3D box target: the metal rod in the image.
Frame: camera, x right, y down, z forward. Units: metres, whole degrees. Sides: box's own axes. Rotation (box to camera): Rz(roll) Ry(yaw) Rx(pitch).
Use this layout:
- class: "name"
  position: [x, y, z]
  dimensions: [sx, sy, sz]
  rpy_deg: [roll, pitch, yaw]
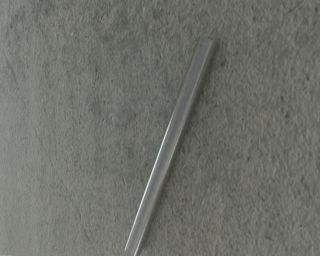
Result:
- class: "metal rod"
  position: [0.010, 0.034, 0.395]
  dimensions: [0.025, 0.025, 0.298]
  rpy_deg: [30, 109, 35]
